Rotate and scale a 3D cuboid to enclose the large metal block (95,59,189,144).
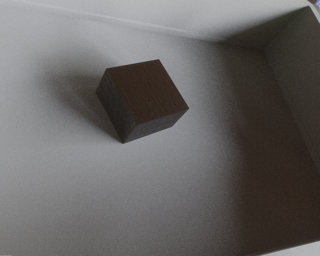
[{"bbox_3d":[-0.024,-0.036,0.398,0.081,0.050,0.080,-19,72,-35],"label":"large metal block"}]
